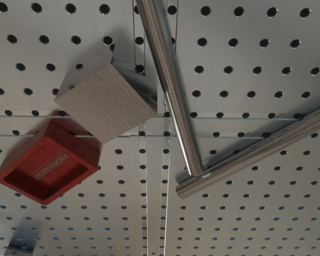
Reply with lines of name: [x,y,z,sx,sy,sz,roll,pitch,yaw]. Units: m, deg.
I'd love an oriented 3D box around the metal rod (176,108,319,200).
metal rod: [0.147,0.030,0.439,0.299,0.025,0.025,-33,123,25]

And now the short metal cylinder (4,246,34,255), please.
short metal cylinder: [-0.289,0.279,0.609,0.050,0.080,0.079,20,127,-17]

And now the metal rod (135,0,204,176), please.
metal rod: [0.015,-0.048,0.371,0.025,0.025,0.299,-12,130,9]

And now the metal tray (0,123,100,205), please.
metal tray: [-0.164,0.057,0.454,0.130,0.030,0.090,-35,123,25]

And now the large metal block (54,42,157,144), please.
large metal block: [-0.059,-0.038,0.362,0.080,0.050,0.080,-28,125,21]
